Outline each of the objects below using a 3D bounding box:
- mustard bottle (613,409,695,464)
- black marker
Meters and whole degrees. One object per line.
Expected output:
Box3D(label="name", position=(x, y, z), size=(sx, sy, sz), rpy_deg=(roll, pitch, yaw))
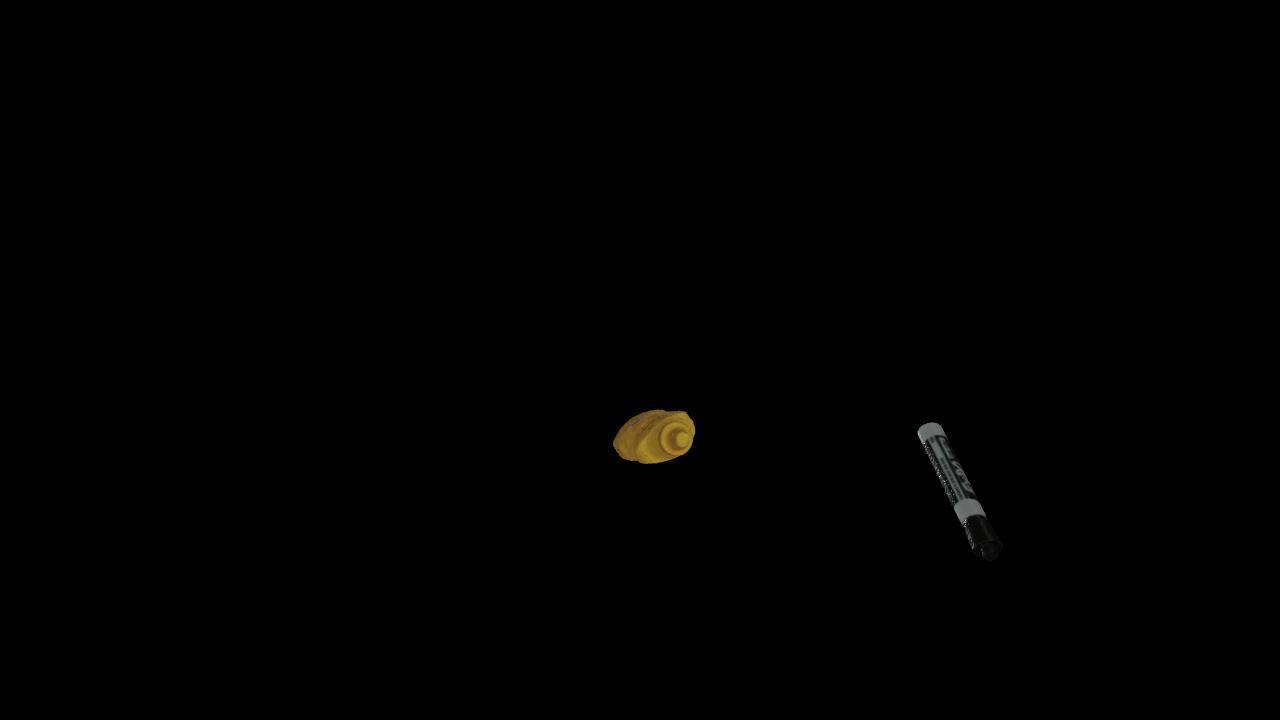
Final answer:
Box3D(label="mustard bottle", position=(0.025, 0.100, 0.810), size=(0.092, 0.054, 0.184), rpy_deg=(-28, 4, -17))
Box3D(label="black marker", position=(0.231, 0.092, 0.448), size=(0.020, 0.020, 0.121), rpy_deg=(0, 36, 3))
